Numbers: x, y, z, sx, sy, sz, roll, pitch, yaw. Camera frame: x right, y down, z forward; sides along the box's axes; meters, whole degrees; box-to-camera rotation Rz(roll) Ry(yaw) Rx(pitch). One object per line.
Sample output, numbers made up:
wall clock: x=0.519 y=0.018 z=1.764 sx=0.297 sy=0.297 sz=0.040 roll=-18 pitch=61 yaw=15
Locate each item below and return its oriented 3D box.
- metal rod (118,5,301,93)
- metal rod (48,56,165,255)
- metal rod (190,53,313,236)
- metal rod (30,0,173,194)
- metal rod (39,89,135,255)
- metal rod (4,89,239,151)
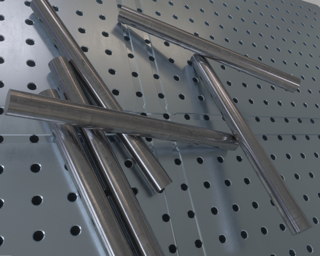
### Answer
metal rod: x=0.079 y=-0.123 z=0.490 sx=0.301 sy=0.025 sz=0.025 roll=21 pitch=53 yaw=-3
metal rod: x=-0.057 y=0.045 z=0.349 sx=0.025 sy=0.025 sz=0.299 roll=-18 pitch=71 yaw=-35
metal rod: x=0.113 y=0.002 z=0.435 sx=0.025 sy=0.025 sz=0.299 roll=-4 pitch=54 yaw=-30
metal rod: x=-0.080 y=-0.049 z=0.394 sx=0.025 sy=0.025 sz=0.299 roll=-27 pitch=77 yaw=-37
metal rod: x=-0.061 y=0.088 z=0.321 sx=0.025 sy=0.025 sz=0.299 roll=-18 pitch=71 yaw=-35
metal rod: x=-0.017 y=-0.001 z=0.368 sx=0.302 sy=0.025 sz=0.025 roll=10 pitch=57 yaw=-34
